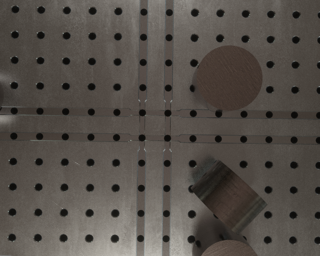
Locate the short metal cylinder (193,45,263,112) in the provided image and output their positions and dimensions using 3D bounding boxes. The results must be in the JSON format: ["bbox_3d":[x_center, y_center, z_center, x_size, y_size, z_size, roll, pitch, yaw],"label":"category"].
[{"bbox_3d":[0.085,-0.061,0.402,0.081,0.050,0.079,0,90,-1],"label":"short metal cylinder"}]

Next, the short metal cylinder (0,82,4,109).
[{"bbox_3d":[-0.254,-0.045,0.397,0.081,0.050,0.079,0,90,-1],"label":"short metal cylinder"}]

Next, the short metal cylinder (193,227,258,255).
[{"bbox_3d":[0.085,0.176,0.402,0.081,0.050,0.079,0,90,-1],"label":"short metal cylinder"}]

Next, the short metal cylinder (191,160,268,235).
[{"bbox_3d":[0.085,0.085,0.387,0.080,0.080,0.050,44,90,-1],"label":"short metal cylinder"}]
